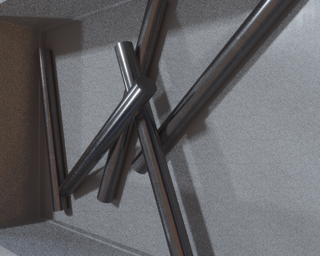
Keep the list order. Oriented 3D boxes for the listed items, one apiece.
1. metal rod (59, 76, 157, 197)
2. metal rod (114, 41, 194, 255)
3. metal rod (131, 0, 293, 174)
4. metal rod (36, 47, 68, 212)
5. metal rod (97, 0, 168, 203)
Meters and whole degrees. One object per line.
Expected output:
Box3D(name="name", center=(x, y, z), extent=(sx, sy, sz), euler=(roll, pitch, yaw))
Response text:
Box3D(name="metal rod", center=(-0.089, 0.031, 0.436), extent=(0.298, 0.025, 0.025), euler=(-46, 62, 44))
Box3D(name="metal rod", center=(-0.008, 0.032, 0.377), extent=(0.025, 0.025, 0.299), euler=(-26, 74, 37))
Box3D(name="metal rod", center=(0.054, -0.050, 0.360), extent=(0.298, 0.025, 0.025), euler=(-51, 60, 27))
Box3D(name="metal rod", center=(-0.197, -0.001, 0.566), extent=(0.025, 0.025, 0.298), euler=(-14, 81, 39))
Box3D(name="metal rod", center=(-0.043, -0.031, 0.439), extent=(0.025, 0.025, 0.298), euler=(26, 106, 36))
